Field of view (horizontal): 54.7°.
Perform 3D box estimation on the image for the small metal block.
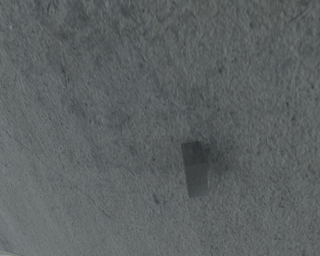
[{"bbox_3d":[0.044,0.052,0.395,0.025,0.050,0.050,-8,118,2],"label":"small metal block"}]
